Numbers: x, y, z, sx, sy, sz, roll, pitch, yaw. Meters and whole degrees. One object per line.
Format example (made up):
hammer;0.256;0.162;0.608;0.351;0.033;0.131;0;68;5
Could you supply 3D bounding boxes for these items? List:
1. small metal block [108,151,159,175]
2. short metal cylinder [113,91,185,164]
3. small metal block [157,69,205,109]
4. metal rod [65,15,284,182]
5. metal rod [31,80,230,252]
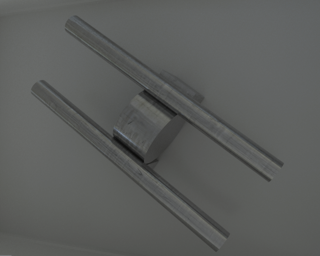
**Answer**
small metal block;-0.036;0.040;0.407;0.050;0.050;0.025;38;102;15
short metal cylinder;-0.012;-0.003;0.383;0.050;0.080;0.080;38;102;15
small metal block;0.023;-0.045;0.386;0.050;0.050;0.025;38;102;15
metal rod;0.003;-0.043;0.354;0.300;0.025;0.025;38;102;15
metal rod;-0.047;0.035;0.373;0.300;0.025;0.025;38;102;16
